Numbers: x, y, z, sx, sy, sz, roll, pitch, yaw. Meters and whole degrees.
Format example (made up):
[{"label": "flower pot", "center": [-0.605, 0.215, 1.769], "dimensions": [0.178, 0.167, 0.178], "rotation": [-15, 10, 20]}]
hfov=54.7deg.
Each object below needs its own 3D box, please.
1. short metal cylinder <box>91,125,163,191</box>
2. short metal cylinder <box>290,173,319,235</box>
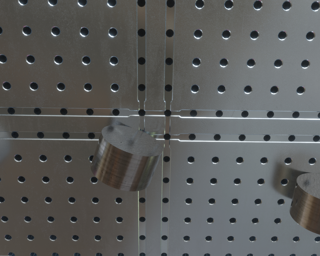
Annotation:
[{"label": "short metal cylinder", "center": [-0.042, 0.037, 0.397], "dimensions": [0.080, 0.080, 0.050], "rotation": [18, 109, -7]}, {"label": "short metal cylinder", "center": [0.226, 0.103, 0.425], "dimensions": [0.081, 0.080, 0.050], "rotation": [3, 110, -2]}]
